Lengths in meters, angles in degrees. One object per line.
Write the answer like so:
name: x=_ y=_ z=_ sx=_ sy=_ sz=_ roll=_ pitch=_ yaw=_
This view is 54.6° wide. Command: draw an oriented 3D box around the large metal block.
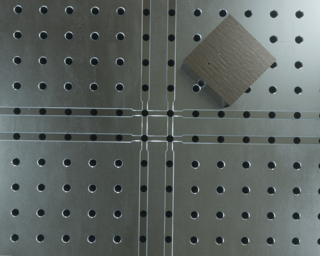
large metal block: x=0.085 y=-0.083 z=0.401 sx=0.080 sy=0.050 sz=0.080 roll=45 pitch=90 yaw=0
